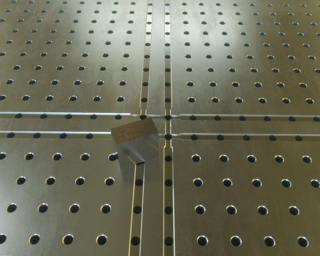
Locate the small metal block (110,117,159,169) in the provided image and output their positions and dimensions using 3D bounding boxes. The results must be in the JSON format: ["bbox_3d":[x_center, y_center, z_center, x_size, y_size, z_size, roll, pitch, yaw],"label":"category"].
[{"bbox_3d":[-0.030,0.019,0.375,0.050,0.050,0.025,-17,52,-14],"label":"small metal block"}]
